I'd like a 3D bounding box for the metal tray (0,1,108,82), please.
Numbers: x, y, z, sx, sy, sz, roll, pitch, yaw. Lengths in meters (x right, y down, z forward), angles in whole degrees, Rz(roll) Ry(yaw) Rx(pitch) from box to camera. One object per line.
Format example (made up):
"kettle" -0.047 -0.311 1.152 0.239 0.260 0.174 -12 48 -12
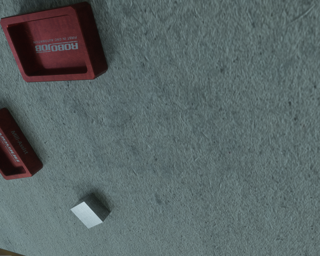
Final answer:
"metal tray" -0.140 -0.109 0.409 0.130 0.030 0.089 2 120 27

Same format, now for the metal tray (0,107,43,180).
"metal tray" -0.286 0.033 0.574 0.090 0.030 0.129 -12 113 33

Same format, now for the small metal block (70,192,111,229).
"small metal block" -0.128 0.152 0.568 0.050 0.025 0.050 -33 100 38
